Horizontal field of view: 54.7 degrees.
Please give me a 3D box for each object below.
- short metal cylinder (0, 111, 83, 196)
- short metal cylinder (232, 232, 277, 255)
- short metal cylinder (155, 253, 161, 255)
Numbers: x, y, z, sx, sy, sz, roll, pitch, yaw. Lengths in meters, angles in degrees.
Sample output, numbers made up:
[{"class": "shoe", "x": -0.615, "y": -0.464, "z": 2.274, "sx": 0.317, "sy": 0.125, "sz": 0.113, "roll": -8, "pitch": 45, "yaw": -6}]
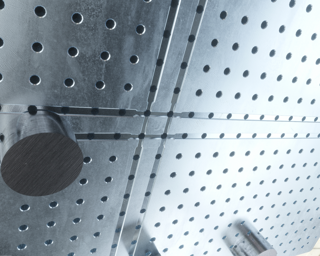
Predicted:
[{"class": "short metal cylinder", "x": -0.131, "y": 0.028, "z": 0.341, "sx": 0.081, "sy": 0.050, "sz": 0.079, "roll": -14, "pitch": 124, "yaw": -21}, {"class": "short metal cylinder", "x": 0.206, "y": 0.275, "z": 0.678, "sx": 0.081, "sy": 0.050, "sz": 0.079, "roll": -14, "pitch": 124, "yaw": -21}, {"class": "short metal cylinder", "x": -0.004, "y": 0.269, "z": 0.540, "sx": 0.050, "sy": 0.080, "sz": 0.080, "roll": -26, "pitch": 128, "yaw": -12}]
